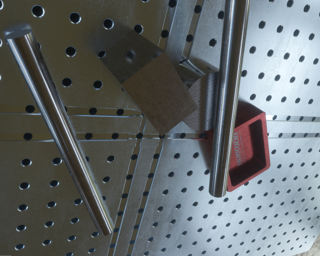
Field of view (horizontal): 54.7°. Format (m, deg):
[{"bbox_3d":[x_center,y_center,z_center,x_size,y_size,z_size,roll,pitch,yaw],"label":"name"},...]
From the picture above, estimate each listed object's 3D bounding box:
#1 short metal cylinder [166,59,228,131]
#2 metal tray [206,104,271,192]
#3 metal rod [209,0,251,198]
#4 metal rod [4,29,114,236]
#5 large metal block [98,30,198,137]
[{"bbox_3d":[0.052,-0.043,0.398,0.081,0.050,0.079,-14,124,-21],"label":"short metal cylinder"},{"bbox_3d":[0.130,0.035,0.503,0.090,0.030,0.129,-29,129,-10],"label":"metal tray"},{"bbox_3d":[0.081,-0.033,0.371,0.025,0.025,0.298,-15,125,-20],"label":"metal rod"},{"bbox_3d":[-0.106,0.031,0.373,0.025,0.025,0.298,-23,127,-15],"label":"metal rod"},{"bbox_3d":[-0.014,-0.050,0.338,0.050,0.080,0.080,-38,130,-2],"label":"large metal block"}]
